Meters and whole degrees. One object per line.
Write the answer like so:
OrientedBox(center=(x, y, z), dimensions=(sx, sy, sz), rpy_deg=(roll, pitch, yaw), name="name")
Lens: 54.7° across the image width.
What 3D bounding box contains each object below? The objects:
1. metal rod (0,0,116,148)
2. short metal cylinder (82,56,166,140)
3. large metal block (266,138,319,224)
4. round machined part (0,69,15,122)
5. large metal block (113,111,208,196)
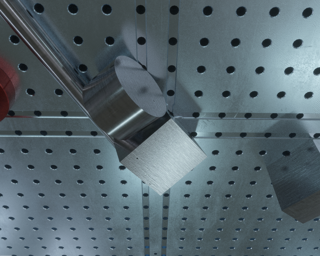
OrientedBox(center=(-0.119, -0.077, 0.344), dimensions=(0.025, 0.025, 0.300), rpy_deg=(-22, 127, 17), name="metal rod")
OrientedBox(center=(-0.038, -0.033, 0.347), dimensions=(0.050, 0.080, 0.080), rpy_deg=(-34, 122, 25), name="short metal cylinder")
OrientedBox(center=(0.210, 0.075, 0.441), dimensions=(0.050, 0.080, 0.080), rpy_deg=(32, 123, -25), name="large metal block")
OrientedBox(center=(-0.230, -0.038, 0.366), dimensions=(0.099, 0.042, 0.097), rpy_deg=(0, 130, 0), name="round machined part")
OrientedBox(center=(0.000, 0.027, 0.402), dimensions=(0.080, 0.050, 0.080), rpy_deg=(-41, 122, 6), name="large metal block")
